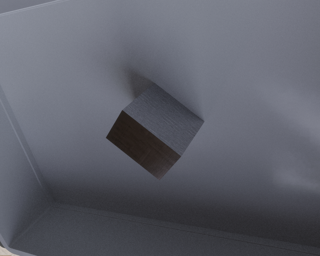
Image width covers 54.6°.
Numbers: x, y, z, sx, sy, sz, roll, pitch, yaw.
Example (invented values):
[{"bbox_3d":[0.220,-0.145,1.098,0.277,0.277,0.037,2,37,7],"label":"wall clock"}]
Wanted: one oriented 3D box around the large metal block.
[{"bbox_3d":[-0.004,0.002,0.377,0.080,0.080,0.050,38,129,2],"label":"large metal block"}]
